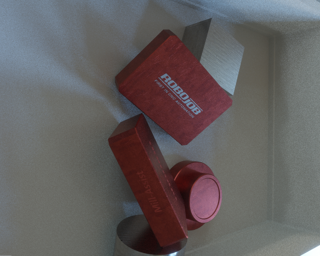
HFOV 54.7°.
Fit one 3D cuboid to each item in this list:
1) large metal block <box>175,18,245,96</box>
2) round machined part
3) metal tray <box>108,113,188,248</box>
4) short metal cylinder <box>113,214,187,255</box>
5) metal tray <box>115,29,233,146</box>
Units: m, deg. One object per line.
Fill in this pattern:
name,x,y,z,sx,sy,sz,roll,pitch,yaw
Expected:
large metal block,0.072,-0.098,0.453,0.080,0.050,0.080,26,74,-37
round machined part,0.051,0.097,0.441,0.099,0.042,0.097,0,90,-40
metal tray,-0.010,0.054,0.350,0.030,0.090,0.129,-24,101,6
short metal cylinder,-0.013,0.142,0.356,0.081,0.080,0.050,-2,107,-40
metal tray,0.020,-0.046,0.391,0.090,0.030,0.130,-43,124,10
